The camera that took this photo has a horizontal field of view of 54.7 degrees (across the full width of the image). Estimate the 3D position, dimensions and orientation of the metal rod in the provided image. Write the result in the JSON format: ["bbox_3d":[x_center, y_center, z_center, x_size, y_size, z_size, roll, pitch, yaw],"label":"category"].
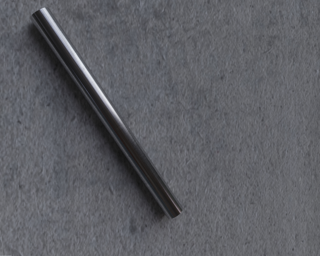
[{"bbox_3d":[-0.059,-0.009,0.387,0.025,0.025,0.299,-36,102,-17],"label":"metal rod"}]
